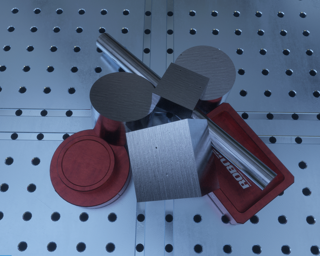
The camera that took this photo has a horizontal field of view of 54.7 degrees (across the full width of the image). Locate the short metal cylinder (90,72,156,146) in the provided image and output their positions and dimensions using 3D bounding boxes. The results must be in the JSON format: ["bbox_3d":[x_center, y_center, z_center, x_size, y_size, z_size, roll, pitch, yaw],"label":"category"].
[{"bbox_3d":[-0.047,-0.025,0.391,0.081,0.050,0.080,5,53,-6],"label":"short metal cylinder"}]

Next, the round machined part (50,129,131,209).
[{"bbox_3d":[-0.086,0.047,0.380,0.099,0.042,0.098,0,70,0],"label":"round machined part"}]

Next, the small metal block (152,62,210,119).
[{"bbox_3d":[0.024,-0.043,0.368,0.050,0.025,0.050,25,64,9],"label":"small metal block"}]

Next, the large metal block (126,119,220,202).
[{"bbox_3d":[0.014,0.037,0.353,0.080,0.050,0.080,-13,84,30],"label":"large metal block"}]

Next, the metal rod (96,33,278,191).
[{"bbox_3d":[0.018,-0.034,0.394,0.025,0.025,0.300,-41,66,-14],"label":"metal rod"}]

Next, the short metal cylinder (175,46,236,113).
[{"bbox_3d":[0.057,-0.063,0.418,0.081,0.050,0.080,0,70,0],"label":"short metal cylinder"}]

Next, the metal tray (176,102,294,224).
[{"bbox_3d":[0.088,0.042,0.390,0.090,0.030,0.130,-35,74,-12],"label":"metal tray"}]
